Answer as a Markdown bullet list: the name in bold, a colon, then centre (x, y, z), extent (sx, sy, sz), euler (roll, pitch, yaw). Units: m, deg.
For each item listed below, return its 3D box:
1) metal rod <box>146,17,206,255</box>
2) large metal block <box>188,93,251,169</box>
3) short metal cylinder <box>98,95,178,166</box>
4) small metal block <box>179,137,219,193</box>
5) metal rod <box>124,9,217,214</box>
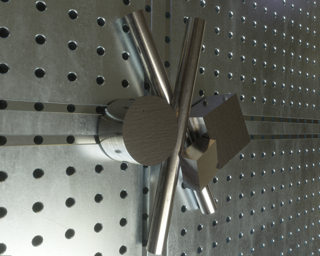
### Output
- **metal rod**: centre (0.020, 0.011, 0.396), extent (0.025, 0.025, 0.298), euler (8, 93, -40)
- **large metal block**: centre (0.081, 0.003, 0.455), extent (0.081, 0.050, 0.080), euler (-34, 111, -35)
- **short metal cylinder**: centre (-0.025, 0.003, 0.368), extent (0.081, 0.050, 0.079), euler (0, 90, -41)
- **small metal block**: centre (0.053, 0.047, 0.408), extent (0.050, 0.025, 0.050), euler (-39, 129, -42)
- **metal rod**: centre (0.021, -0.009, 0.422), extent (0.025, 0.025, 0.299), euler (-35, 112, -34)
